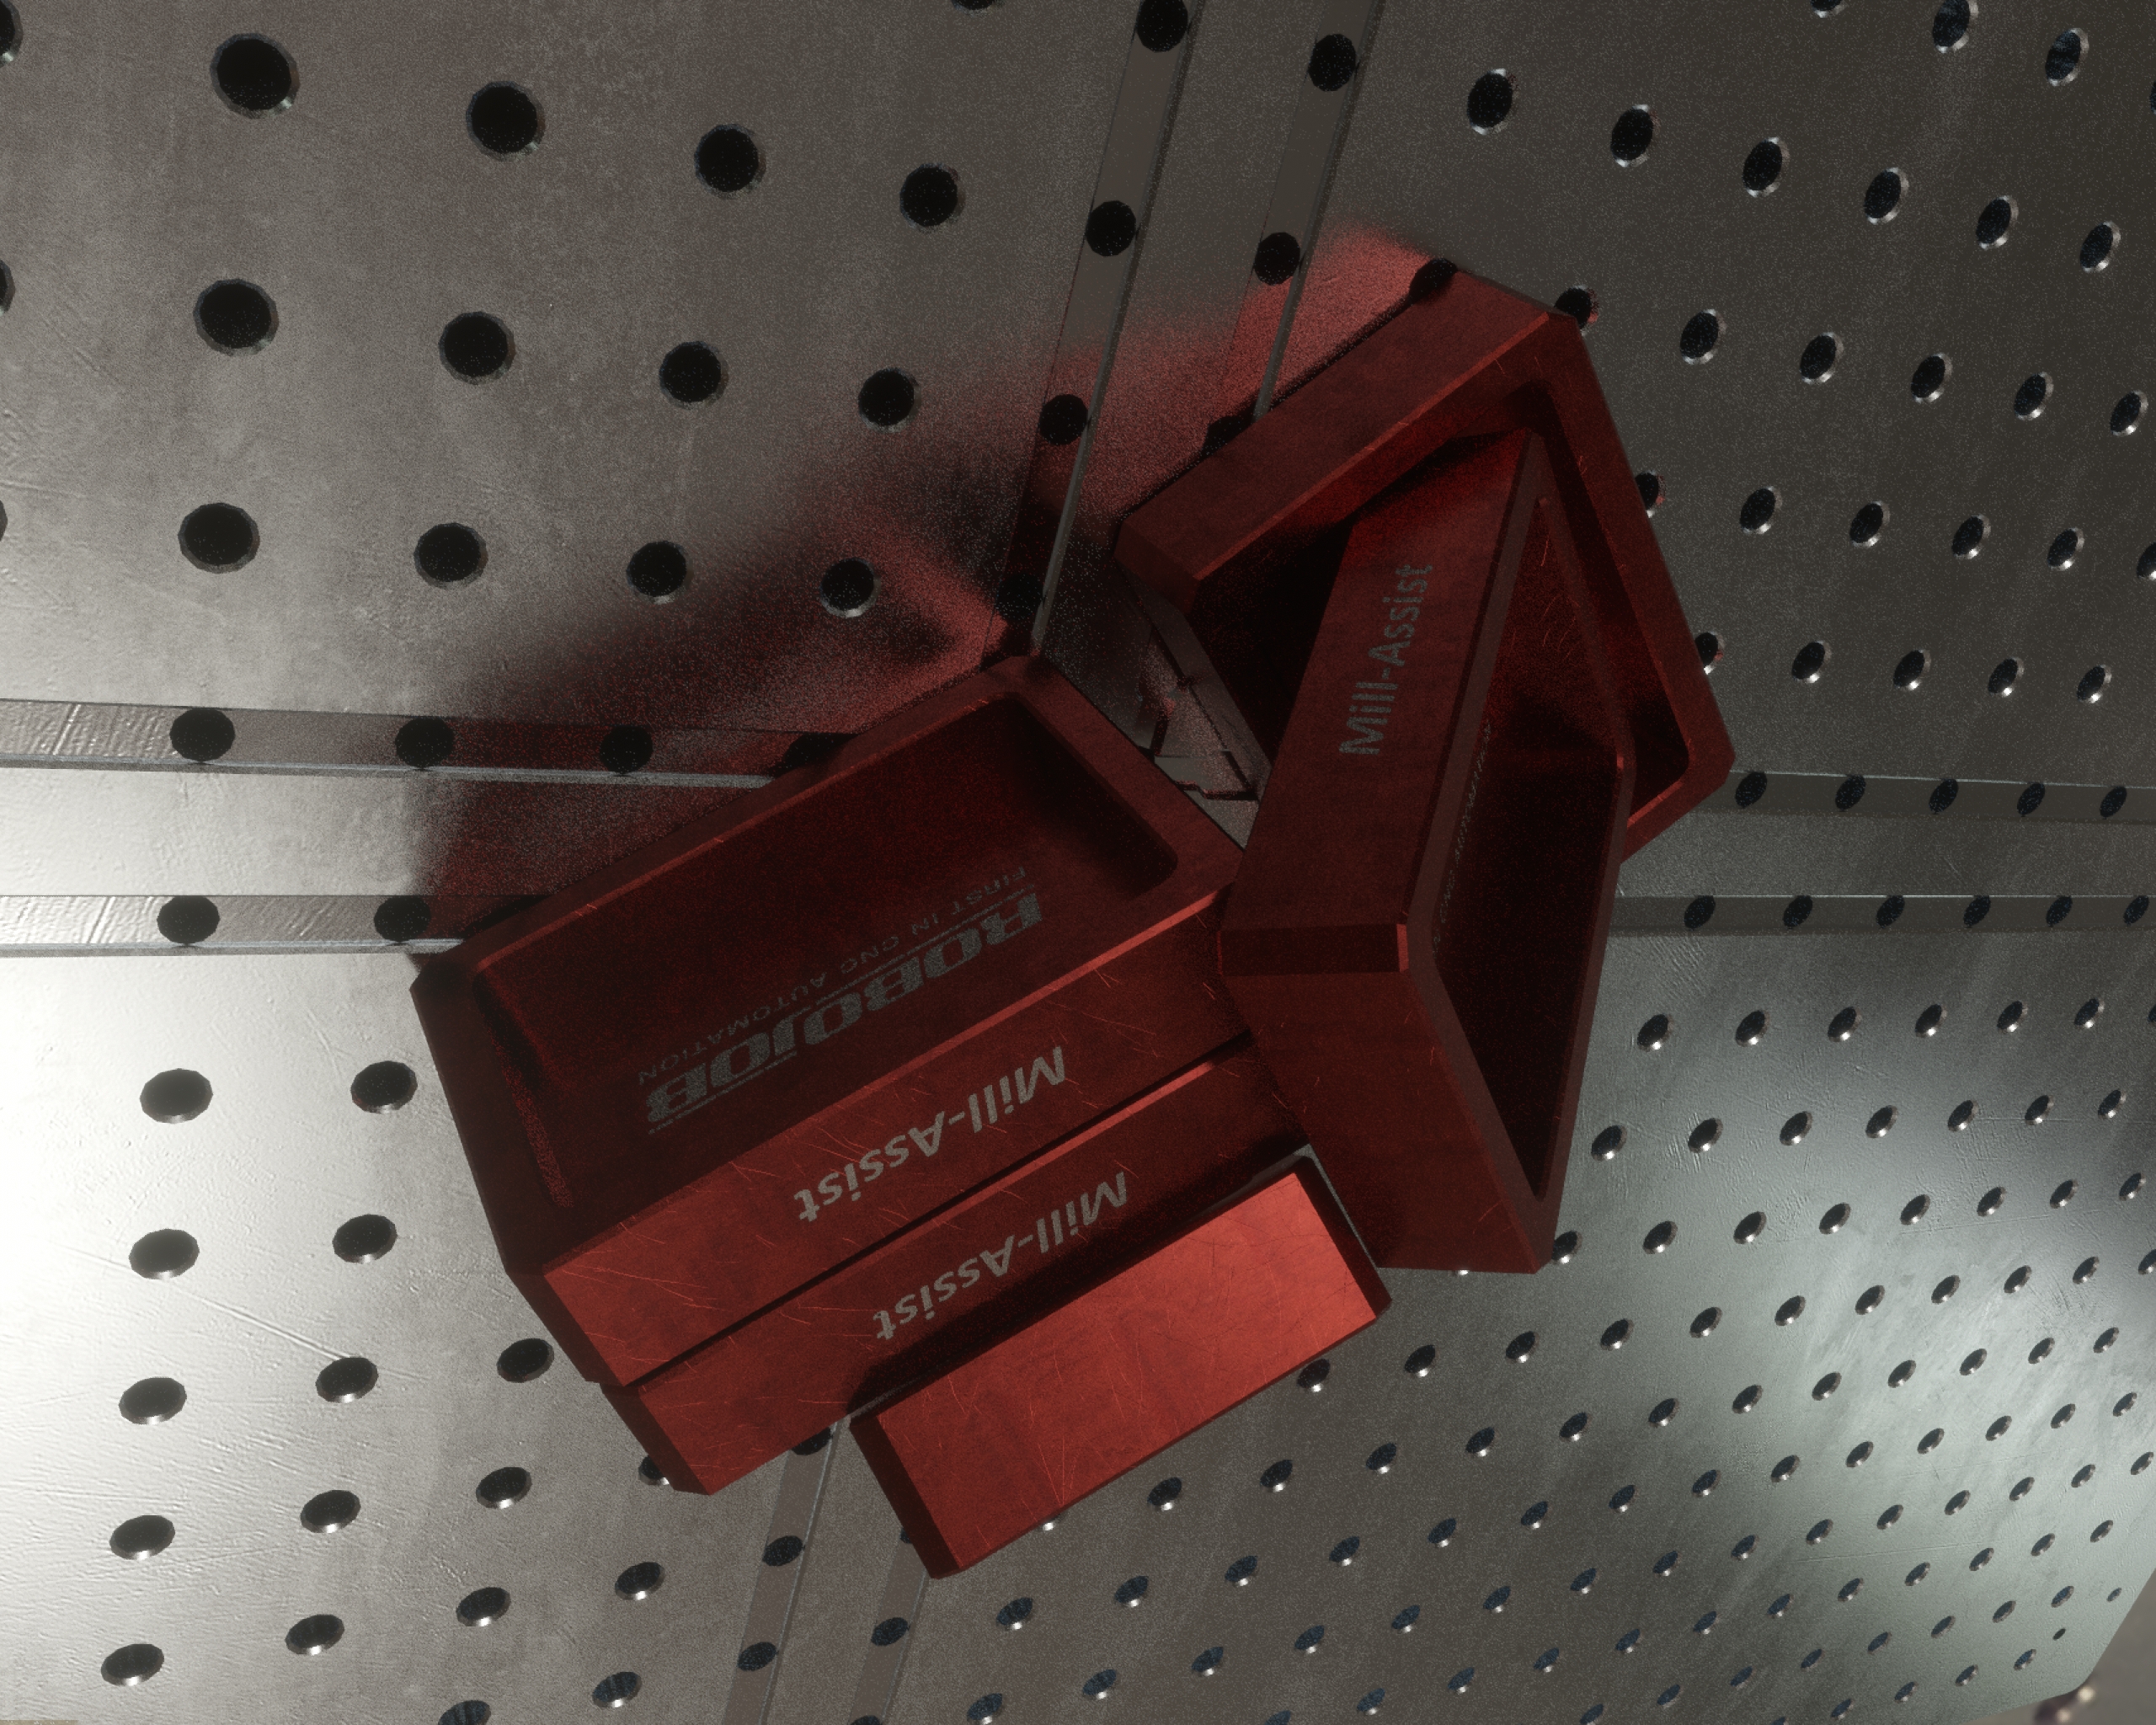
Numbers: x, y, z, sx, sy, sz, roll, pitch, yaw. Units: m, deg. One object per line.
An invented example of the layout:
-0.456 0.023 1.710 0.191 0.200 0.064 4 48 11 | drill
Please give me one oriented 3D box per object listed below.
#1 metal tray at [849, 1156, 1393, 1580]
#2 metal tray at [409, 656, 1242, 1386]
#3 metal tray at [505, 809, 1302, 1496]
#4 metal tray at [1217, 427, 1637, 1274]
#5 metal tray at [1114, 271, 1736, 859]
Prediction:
0.000 0.092 0.410 0.090 0.130 0.030 -28 87 -10 | metal tray
-0.041 0.021 0.360 0.131 0.090 0.030 -29 129 -11 | metal tray
-0.031 0.044 0.378 0.131 0.090 0.030 -29 129 -11 | metal tray
0.069 -0.004 0.375 0.090 0.030 0.130 61 37 -39 | metal tray
0.075 -0.041 0.424 0.090 0.030 0.130 -38 130 -3 | metal tray
